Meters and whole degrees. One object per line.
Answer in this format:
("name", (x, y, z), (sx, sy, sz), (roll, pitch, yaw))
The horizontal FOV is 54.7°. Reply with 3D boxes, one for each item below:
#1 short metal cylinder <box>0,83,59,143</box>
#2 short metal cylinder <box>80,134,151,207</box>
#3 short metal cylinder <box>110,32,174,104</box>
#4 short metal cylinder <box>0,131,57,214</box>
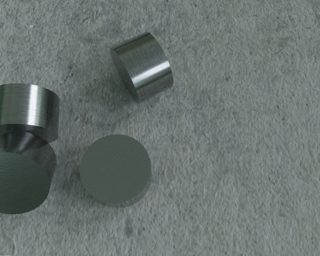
("short metal cylinder", (-0.167, -0.014, 0.382), (0.081, 0.080, 0.050), (-4, 70, -2))
("short metal cylinder", (-0.051, 0.053, 0.375), (0.081, 0.050, 0.080), (0, 70, 0))
("short metal cylinder", (-0.024, -0.079, 0.407), (0.050, 0.080, 0.080), (-28, 73, -10))
("short metal cylinder", (-0.163, 0.050, 0.352), (0.081, 0.079, 0.050), (-11, 26, -4))
